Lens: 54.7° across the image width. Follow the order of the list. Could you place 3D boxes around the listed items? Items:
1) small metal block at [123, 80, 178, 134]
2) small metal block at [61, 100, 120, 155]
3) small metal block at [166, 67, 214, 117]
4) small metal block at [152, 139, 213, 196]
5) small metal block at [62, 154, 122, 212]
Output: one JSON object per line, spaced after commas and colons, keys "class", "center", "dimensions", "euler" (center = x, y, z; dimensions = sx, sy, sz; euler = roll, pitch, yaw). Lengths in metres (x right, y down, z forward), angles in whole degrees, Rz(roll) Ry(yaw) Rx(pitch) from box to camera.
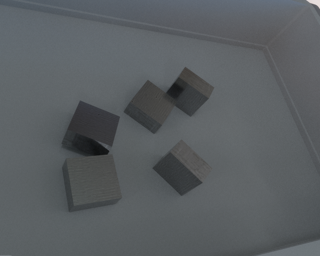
{"class": "small metal block", "center": [-0.012, -0.029, 0.416], "dimensions": [0.050, 0.025, 0.050], "euler": [36, 51, -4]}
{"class": "small metal block", "center": [-0.078, 0.002, 0.356], "dimensions": [0.050, 0.025, 0.050], "euler": [23, 41, -15]}
{"class": "small metal block", "center": [0.040, -0.051, 0.442], "dimensions": [0.050, 0.050, 0.025], "euler": [35, 51, -6]}
{"class": "small metal block", "center": [0.026, 0.049, 0.374], "dimensions": [0.050, 0.050, 0.025], "euler": [44, 51, 2]}
{"class": "small metal block", "center": [-0.073, 0.058, 0.331], "dimensions": [0.050, 0.025, 0.050], "euler": [-3, 63, -30]}
